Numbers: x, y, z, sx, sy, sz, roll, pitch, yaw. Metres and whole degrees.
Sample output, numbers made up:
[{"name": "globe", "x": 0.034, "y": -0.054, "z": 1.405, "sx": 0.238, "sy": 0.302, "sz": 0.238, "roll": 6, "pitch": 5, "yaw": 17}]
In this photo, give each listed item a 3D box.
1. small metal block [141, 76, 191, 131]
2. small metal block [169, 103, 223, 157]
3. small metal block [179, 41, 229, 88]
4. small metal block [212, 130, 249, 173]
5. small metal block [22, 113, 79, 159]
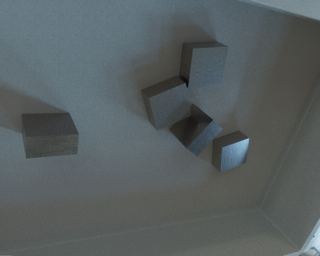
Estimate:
[{"name": "small metal block", "x": 0.009, "y": -0.032, "z": 0.395, "sx": 0.050, "sy": 0.025, "sz": 0.050, "roll": -24, "pitch": 128, "yaw": -14}, {"name": "small metal block", "x": 0.048, "y": 0.002, "z": 0.422, "sx": 0.050, "sy": 0.050, "sz": 0.025, "roll": -47, "pitch": 130, "yaw": 5}, {"name": "small metal block", "x": 0.054, "y": -0.080, "z": 0.390, "sx": 0.050, "sy": 0.025, "sz": 0.050, "roll": -10, "pitch": 123, "yaw": -24}, {"name": "small metal block", "x": 0.112, "y": 0.037, "z": 0.496, "sx": 0.050, "sy": 0.025, "sz": 0.050, "roll": -17, "pitch": 126, "yaw": -19}, {"name": "small metal block", "x": -0.119, "y": 0.006, "z": 0.332, "sx": 0.050, "sy": 0.050, "sz": 0.025, "roll": -3, "pitch": 120, "yaw": -27}]
